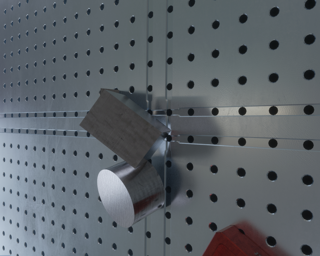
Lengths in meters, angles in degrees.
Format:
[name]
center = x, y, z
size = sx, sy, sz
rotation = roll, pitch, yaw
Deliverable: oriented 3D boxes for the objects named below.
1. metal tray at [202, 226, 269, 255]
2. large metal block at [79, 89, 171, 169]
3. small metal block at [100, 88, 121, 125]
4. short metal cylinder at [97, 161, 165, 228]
[metal tray]
center = 0.098, 0.181, 0.325
size = 0.130, 0.030, 0.089
rotation = 37, 113, 33
[large metal block]
center = -0.038, 0.000, 0.381
size = 0.080, 0.080, 0.050
rotation = 37, 97, 7
[small metal block]
center = -0.072, -0.031, 0.451
size = 0.025, 0.050, 0.050
rotation = 5, 95, -4
[short metal cylinder]
center = -0.039, 0.083, 0.411
size = 0.080, 0.050, 0.079
rotation = 24, 124, 42
